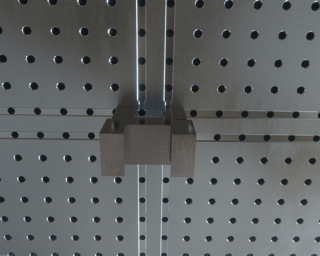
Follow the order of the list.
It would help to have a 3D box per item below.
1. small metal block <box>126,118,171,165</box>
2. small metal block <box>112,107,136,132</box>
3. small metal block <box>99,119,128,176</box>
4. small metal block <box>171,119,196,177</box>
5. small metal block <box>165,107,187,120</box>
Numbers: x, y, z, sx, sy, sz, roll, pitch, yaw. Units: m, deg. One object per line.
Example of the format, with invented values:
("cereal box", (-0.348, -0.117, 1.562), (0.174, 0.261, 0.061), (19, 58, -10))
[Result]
("small metal block", (-0.013, 0.016, 0.366), (0.050, 0.025, 0.050), (1, 110, -1))
("small metal block", (-0.046, 0.004, 0.400), (0.025, 0.050, 0.050), (1, 110, -1))
("small metal block", (-0.051, 0.021, 0.353), (0.025, 0.050, 0.050), (1, 110, 0))
("small metal block", (0.025, 0.022, 0.354), (0.025, 0.050, 0.050), (1, 110, 0))
("small metal block", (0.020, 0.004, 0.401), (0.025, 0.050, 0.050), (-1, 110, 0))
